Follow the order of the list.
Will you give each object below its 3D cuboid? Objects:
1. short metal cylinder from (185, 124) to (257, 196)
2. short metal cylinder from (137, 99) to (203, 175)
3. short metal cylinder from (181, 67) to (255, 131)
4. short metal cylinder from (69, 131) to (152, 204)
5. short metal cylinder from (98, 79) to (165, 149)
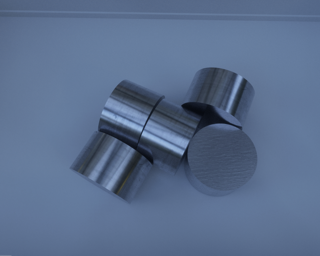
[{"bbox_3d":[0.072,0.040,0.380,0.081,0.050,0.080,0,70,0],"label":"short metal cylinder"},{"bbox_3d":[0.012,0.011,0.375,0.050,0.080,0.080,25,72,8],"label":"short metal cylinder"},{"bbox_3d":[0.072,-0.032,0.391,0.080,0.080,0.050,22,72,7],"label":"short metal cylinder"},{"bbox_3d":[-0.056,0.047,0.361,0.080,0.080,0.050,28,72,9],"label":"short metal cylinder"},{"bbox_3d":[-0.034,-0.013,0.383,0.050,0.080,0.080,24,72,8],"label":"short metal cylinder"}]
